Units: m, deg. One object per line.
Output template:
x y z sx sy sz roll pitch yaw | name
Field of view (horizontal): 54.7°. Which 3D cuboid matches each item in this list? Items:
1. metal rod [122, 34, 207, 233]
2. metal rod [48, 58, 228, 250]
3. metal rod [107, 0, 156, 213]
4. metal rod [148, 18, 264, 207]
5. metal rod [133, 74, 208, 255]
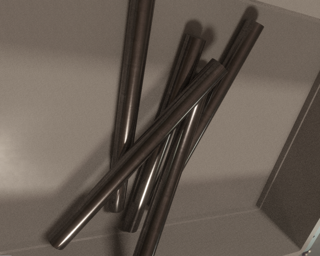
-0.002 0.023 0.423 0.025 0.025 0.298 5 116 -31 | metal rod
-0.030 0.035 0.381 0.300 0.025 0.025 -47 130 5 | metal rod
-0.039 -0.017 0.377 0.025 0.025 0.298 -4 120 -27 | metal rod
0.056 -0.007 0.436 0.025 0.025 0.298 15 110 -35 | metal rod
0.008 0.074 0.386 0.025 0.025 0.299 24 82 -37 | metal rod
